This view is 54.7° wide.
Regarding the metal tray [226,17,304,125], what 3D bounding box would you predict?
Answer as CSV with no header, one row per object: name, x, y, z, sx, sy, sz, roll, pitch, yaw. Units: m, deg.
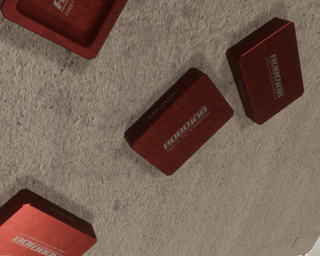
metal tray,0.154,-0.077,0.443,0.090,0.030,0.130,-35,129,-5

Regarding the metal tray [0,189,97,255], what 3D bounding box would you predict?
metal tray,-0.159,0.145,0.407,0.090,0.030,0.130,-42,130,0

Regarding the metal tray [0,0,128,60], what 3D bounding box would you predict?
metal tray,-0.072,-0.139,0.278,0.090,0.030,0.129,23,106,-37

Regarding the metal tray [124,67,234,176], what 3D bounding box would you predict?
metal tray,0.028,-0.005,0.417,0.130,0.030,0.090,-45,130,2
